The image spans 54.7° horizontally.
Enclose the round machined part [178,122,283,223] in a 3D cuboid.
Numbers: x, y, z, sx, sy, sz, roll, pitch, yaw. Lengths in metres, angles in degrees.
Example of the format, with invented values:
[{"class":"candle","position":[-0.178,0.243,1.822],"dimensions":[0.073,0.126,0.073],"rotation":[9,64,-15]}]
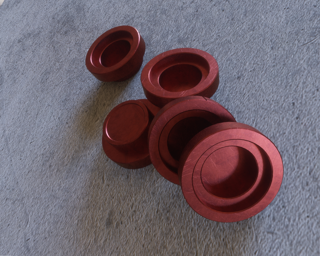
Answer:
[{"class":"round machined part","position":[0.067,0.041,0.310],"dimensions":[0.098,0.098,0.042],"rotation":[-34,16,6]}]

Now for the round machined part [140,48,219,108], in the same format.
[{"class":"round machined part","position":[0.027,-0.058,0.403],"dimensions":[0.098,0.042,0.098],"rotation":[-7,49,8]}]

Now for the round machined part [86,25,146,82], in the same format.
[{"class":"round machined part","position":[-0.066,-0.113,0.498],"dimensions":[0.098,0.042,0.098],"rotation":[-13,56,21]}]

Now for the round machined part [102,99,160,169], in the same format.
[{"class":"round machined part","position":[-0.036,0.002,0.411],"dimensions":[0.098,0.042,0.098],"rotation":[-13,56,21]}]

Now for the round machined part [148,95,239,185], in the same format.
[{"class":"round machined part","position":[0.036,0.012,0.343],"dimensions":[0.098,0.098,0.042],"rotation":[-34,15,6]}]
